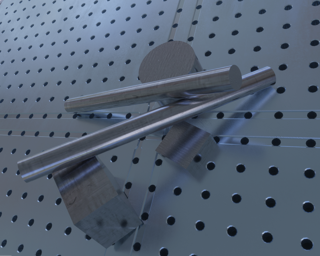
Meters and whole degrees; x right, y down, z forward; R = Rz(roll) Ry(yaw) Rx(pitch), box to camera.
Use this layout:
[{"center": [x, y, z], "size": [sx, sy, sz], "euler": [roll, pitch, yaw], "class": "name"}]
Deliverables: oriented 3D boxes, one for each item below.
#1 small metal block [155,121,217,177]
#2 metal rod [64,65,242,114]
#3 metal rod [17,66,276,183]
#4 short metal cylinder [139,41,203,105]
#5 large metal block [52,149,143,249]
[{"center": [0.031, 0.023, 0.377], "size": [0.050, 0.025, 0.050], "euler": [28, 77, 37], "class": "small metal block"}, {"center": [-0.036, -0.042, 0.403], "size": [0.300, 0.025, 0.025], "euler": [-3, 59, 43], "class": "metal rod"}, {"center": [-0.004, -0.009, 0.349], "size": [0.302, 0.025, 0.025], "euler": [-22, 51, -11], "class": "metal rod"}, {"center": [0.018, -0.072, 0.426], "size": [0.080, 0.050, 0.080], "euler": [-13, 56, 21], "class": "short metal cylinder"}, {"center": [-0.072, 0.079, 0.355], "size": [0.050, 0.080, 0.080], "euler": [-34, 51, -9], "class": "large metal block"}]
